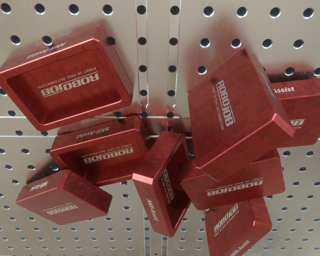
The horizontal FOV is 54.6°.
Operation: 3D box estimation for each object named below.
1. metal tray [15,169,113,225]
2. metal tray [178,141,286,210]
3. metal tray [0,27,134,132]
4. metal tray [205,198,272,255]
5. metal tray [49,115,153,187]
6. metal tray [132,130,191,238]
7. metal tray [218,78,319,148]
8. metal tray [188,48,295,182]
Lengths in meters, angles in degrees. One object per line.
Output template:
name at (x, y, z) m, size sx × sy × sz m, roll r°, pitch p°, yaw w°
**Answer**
metal tray at (-0.149, 0.111, 0.478) m, size 0.130 × 0.030 × 0.090 m, roll -23°, pitch 130°, yaw 37°
metal tray at (0.100, 0.069, 0.430) m, size 0.130 × 0.030 × 0.090 m, roll -16°, pitch 136°, yaw 14°
metal tray at (-0.108, -0.052, 0.363) m, size 0.130 × 0.030 × 0.090 m, roll -16°, pitch 129°, yaw 13°
metal tray at (0.119, 0.151, 0.497) m, size 0.030 × 0.090 × 0.129 m, roll 16°, pitch 128°, yaw -15°
metal tray at (-0.075, 0.039, 0.440) m, size 0.130 × 0.030 × 0.090 m, roll -15°, pitch 129°, yaw 12°
metal tray at (0.012, 0.079, 0.433) m, size 0.030 × 0.090 × 0.129 m, roll 11°, pitch 136°, yaw 29°
metal tray at (0.136, -0.012, 0.391) m, size 0.131 × 0.030 × 0.090 m, roll -6°, pitch 136°, yaw 3°
metal tray at (0.076, -0.018, 0.327) m, size 0.030 × 0.130 × 0.090 m, roll 36°, pitch 122°, yaw -26°
